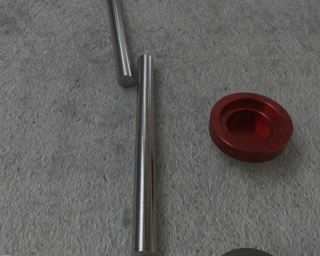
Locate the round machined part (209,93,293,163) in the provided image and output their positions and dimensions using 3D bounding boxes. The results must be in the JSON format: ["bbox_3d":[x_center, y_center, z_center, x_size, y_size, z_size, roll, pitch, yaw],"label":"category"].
[{"bbox_3d":[0.110,0.004,0.390,0.099,0.042,0.098,0,50,0],"label":"round machined part"}]

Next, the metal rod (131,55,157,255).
[{"bbox_3d":[-0.019,0.008,0.396,0.025,0.025,0.300,-1,50,-1],"label":"metal rod"}]

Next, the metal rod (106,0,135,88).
[{"bbox_3d":[-0.077,-0.182,0.555,0.025,0.025,0.300,-8,50,-7],"label":"metal rod"}]

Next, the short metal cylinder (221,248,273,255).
[{"bbox_3d":[0.074,0.150,0.261,0.081,0.050,0.080,0,50,0],"label":"short metal cylinder"}]
